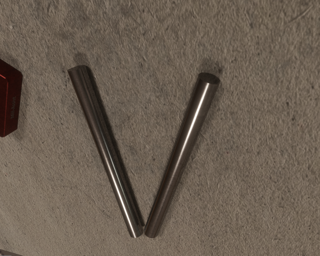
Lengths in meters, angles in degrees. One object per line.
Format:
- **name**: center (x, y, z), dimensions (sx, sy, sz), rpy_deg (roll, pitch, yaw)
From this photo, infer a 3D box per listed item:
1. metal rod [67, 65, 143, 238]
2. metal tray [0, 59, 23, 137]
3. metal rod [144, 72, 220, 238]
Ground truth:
- **metal rod**: center (-0.076, 0.051, 0.476), dimensions (0.025, 0.025, 0.298), rpy_deg (-1, 118, 28)
- **metal tray**: center (-0.279, -0.056, 0.512), dimensions (0.090, 0.030, 0.129), rpy_deg (32, 128, 6)
- **metal rod**: center (0.020, 0.059, 0.431), dimensions (0.025, 0.025, 0.298), rpy_deg (26, 127, 12)
